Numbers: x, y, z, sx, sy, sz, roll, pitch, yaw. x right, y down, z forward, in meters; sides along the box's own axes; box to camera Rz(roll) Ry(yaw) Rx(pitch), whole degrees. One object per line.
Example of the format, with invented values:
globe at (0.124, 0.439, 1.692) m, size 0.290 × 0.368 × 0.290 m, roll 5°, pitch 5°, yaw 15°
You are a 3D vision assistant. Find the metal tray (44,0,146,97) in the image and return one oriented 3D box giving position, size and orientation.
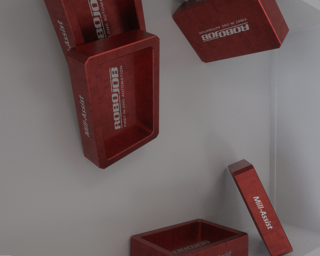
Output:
metal tray at (-0.058, -0.105, 0.315) m, size 0.090 × 0.030 × 0.129 m, roll -42°, pitch 143°, yaw -30°

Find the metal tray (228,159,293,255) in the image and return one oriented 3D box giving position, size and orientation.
metal tray at (0.147, 0.115, 0.466) m, size 0.129 × 0.030 × 0.090 m, roll 65°, pitch 7°, yaw 4°

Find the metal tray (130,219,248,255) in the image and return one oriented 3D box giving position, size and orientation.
metal tray at (0.039, 0.152, 0.397) m, size 0.131 × 0.090 × 0.030 m, roll 1°, pitch 90°, yaw -40°

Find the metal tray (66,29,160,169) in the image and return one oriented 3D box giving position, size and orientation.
metal tray at (-0.043, -0.030, 0.331) m, size 0.091 × 0.030 × 0.129 m, roll -30°, pitch 136°, yaw -36°

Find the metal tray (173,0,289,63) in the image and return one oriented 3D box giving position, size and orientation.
metal tray at (0.090, -0.139, 0.413) m, size 0.090 × 0.130 × 0.030 m, roll 48°, pitch 62°, yaw -30°
